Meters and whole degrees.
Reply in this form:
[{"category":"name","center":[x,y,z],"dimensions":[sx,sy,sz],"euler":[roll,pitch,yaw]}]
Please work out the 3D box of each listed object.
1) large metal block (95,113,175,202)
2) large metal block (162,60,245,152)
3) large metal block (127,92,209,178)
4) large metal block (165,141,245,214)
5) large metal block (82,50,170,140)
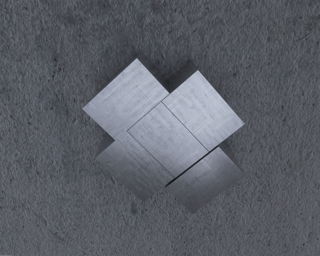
[{"category":"large metal block","center":[-0.029,0.033,0.394],"dimensions":[0.050,0.080,0.080],"euler":[-40,106,13]},{"category":"large metal block","center":[0.047,-0.030,0.372],"dimensions":[0.050,0.080,0.080],"euler":[-40,106,13]},{"category":"large metal block","center":[0.009,0.001,0.383],"dimensions":[0.050,0.080,0.080],"euler":[-40,106,13]},{"category":"large metal block","center":[0.053,0.049,0.401],"dimensions":[0.080,0.080,0.050],"euler":[-40,106,13]},{"category":"large metal block","center":[-0.037,-0.042,0.366],"dimensions":[0.080,0.080,0.050],"euler":[-40,106,13]}]
